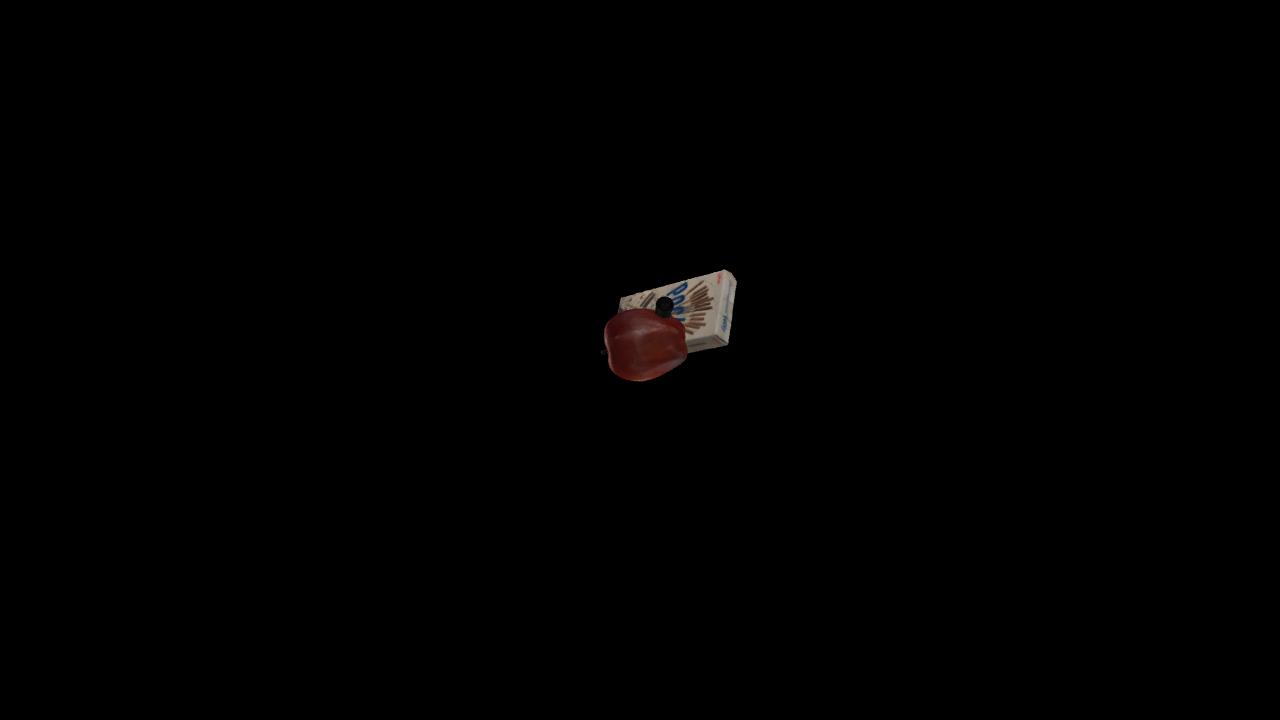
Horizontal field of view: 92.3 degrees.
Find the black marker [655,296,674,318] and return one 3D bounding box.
[{"bbox_3d":[0.021,-0.033,0.679,0.020,0.020,0.121,0,-26,-5],"label":"black marker"}]

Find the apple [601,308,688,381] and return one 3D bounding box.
[{"bbox_3d":[0.003,-0.016,0.656,0.093,0.079,0.079,-7,0,4],"label":"apple"}]

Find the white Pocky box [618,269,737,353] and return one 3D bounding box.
[{"bbox_3d":[0.034,-0.045,0.696,0.154,0.084,0.028,-11,-32,40],"label":"white Pocky box"}]
